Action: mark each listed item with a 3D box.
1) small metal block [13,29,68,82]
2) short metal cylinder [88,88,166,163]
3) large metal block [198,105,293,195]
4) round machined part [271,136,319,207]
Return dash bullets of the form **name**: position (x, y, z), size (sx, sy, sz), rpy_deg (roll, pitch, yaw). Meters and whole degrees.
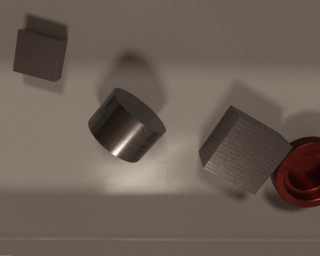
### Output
- **small metal block**: position (-0.145, -0.089, 0.377), size (0.050, 0.025, 0.050), rpy_deg (15, 109, -6)
- **short metal cylinder**: position (-0.040, -0.004, 0.380), size (0.080, 0.080, 0.050), rpy_deg (38, 105, -13)
- **large metal block**: position (0.110, 0.028, 0.410), size (0.080, 0.050, 0.080), rpy_deg (28, 107, -11)
- **round machined part**: position (0.201, 0.056, 0.426), size (0.099, 0.042, 0.097), rpy_deg (0, 110, -1)
